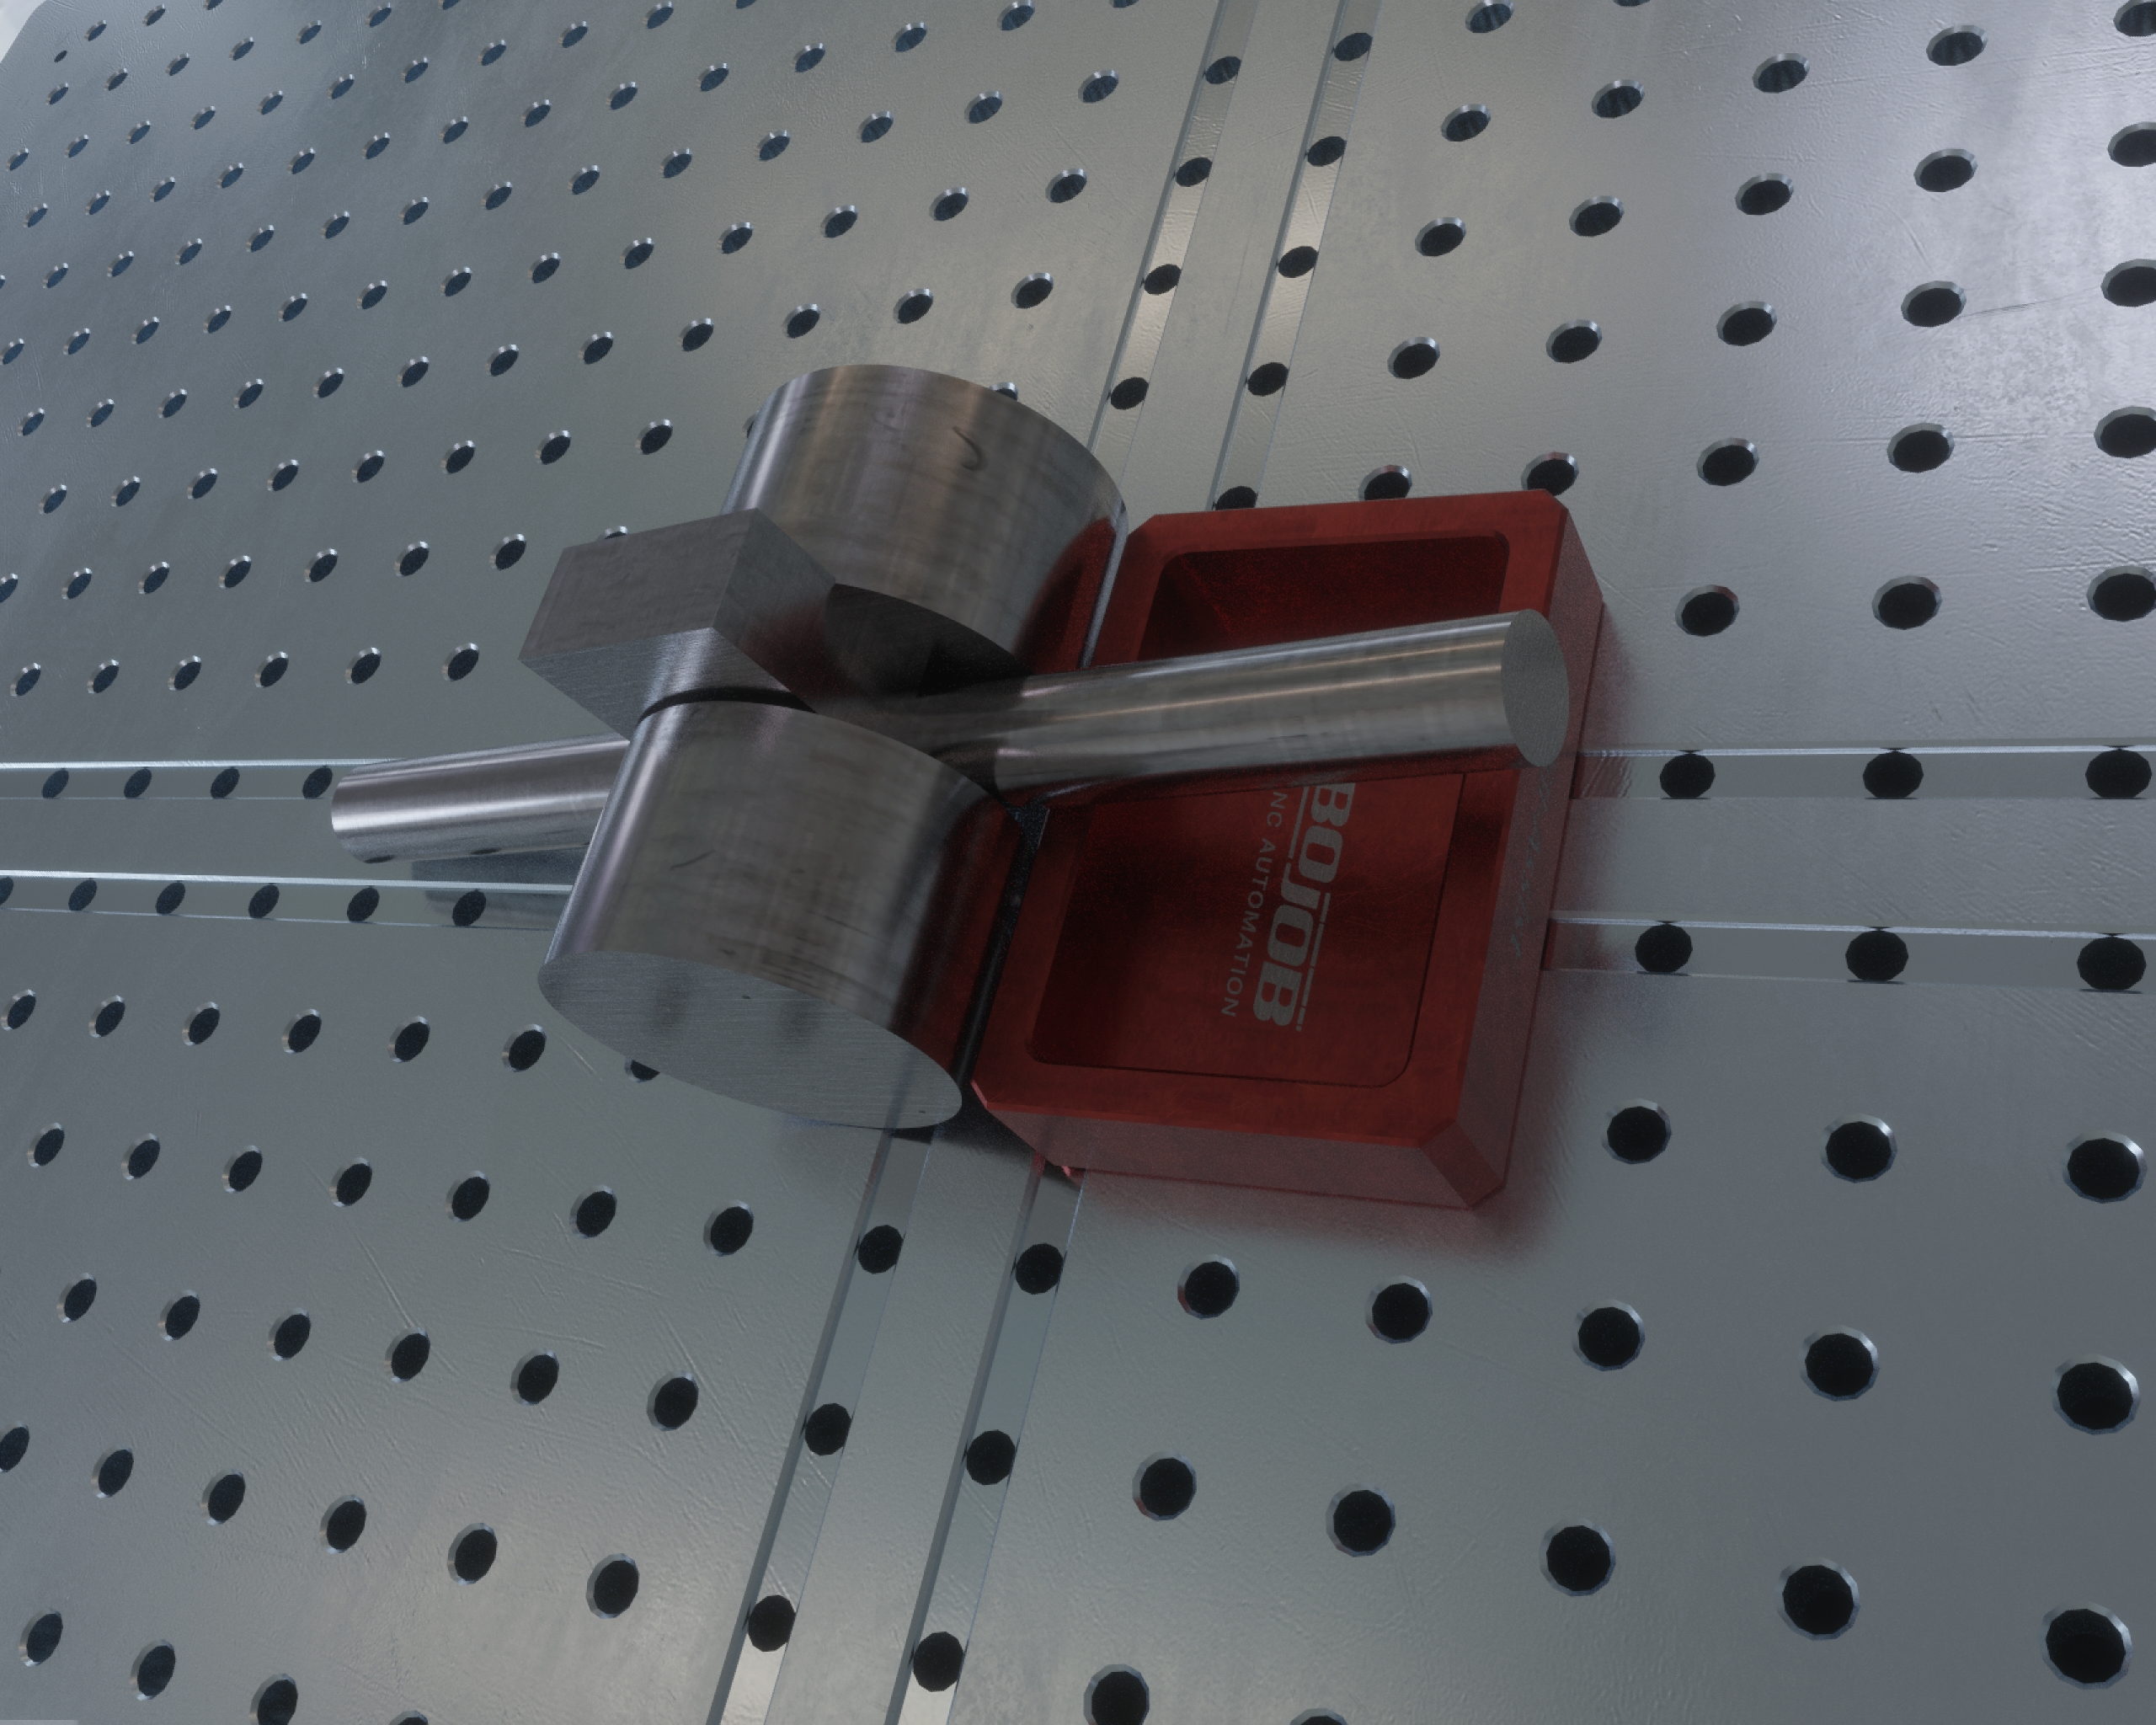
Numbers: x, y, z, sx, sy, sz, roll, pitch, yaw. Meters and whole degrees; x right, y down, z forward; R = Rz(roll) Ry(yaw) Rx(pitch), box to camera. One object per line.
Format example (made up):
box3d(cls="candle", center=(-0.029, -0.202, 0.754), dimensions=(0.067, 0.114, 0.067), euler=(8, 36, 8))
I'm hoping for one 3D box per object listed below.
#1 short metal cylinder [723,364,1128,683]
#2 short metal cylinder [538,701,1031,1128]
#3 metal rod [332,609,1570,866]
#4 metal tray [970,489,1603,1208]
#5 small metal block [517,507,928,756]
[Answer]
box3d(cls="short metal cylinder", center=(-0.035, -0.055, 0.423), dimensions=(0.080, 0.080, 0.050), euler=(1, 62, 28))
box3d(cls="short metal cylinder", center=(-0.054, 0.012, 0.393), dimensions=(0.080, 0.080, 0.050), euler=(2, 63, 29))
box3d(cls="metal rod", center=(-0.049, -0.020, 0.416), dimensions=(0.300, 0.025, 0.025), euler=(-4, 60, 36))
box3d(cls="metal tray", center=(0.041, -0.006, 0.387), dimensions=(0.090, 0.030, 0.130), euler=(1, 62, 28))
box3d(cls="small metal block", center=(-0.065, -0.038, 0.389), dimensions=(0.050, 0.050, 0.025), euler=(-4, 60, 36))
